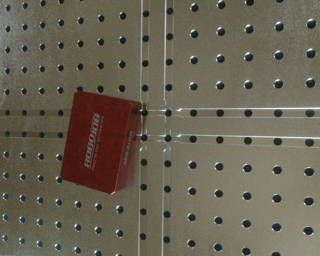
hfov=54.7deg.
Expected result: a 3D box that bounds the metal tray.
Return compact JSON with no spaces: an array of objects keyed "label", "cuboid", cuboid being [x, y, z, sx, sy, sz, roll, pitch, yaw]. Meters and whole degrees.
[{"label":"metal tray","cuboid":[-0.086,0.018,0.439,0.090,0.030,0.129,12,94,19]}]
